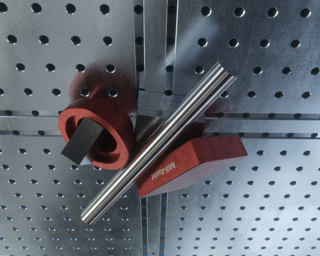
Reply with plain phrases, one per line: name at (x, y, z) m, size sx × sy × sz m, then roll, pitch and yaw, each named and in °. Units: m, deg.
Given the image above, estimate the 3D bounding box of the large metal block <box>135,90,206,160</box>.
large metal block at (0.007, 0.003, 0.398) m, size 0.081 × 0.050 × 0.079 m, roll 7°, pitch 130°, yaw -6°

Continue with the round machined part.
round machined part at (-0.072, 0.003, 0.384) m, size 0.098 × 0.042 × 0.097 m, roll 17°, pitch 136°, yaw 18°

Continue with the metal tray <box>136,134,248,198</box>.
metal tray at (0.038, 0.052, 0.409) m, size 0.091 × 0.030 × 0.129 m, roll -2°, pitch 154°, yaw -41°

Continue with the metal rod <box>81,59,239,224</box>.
metal rod at (-0.019, 0.036, 0.376) m, size 0.025 × 0.025 × 0.298 m, roll 28°, pitch 125°, yaw -22°

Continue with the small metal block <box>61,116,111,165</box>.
small metal block at (-0.085, 0.016, 0.371) m, size 0.025 × 0.050 × 0.050 m, roll 33°, pitch 88°, yaw 6°
